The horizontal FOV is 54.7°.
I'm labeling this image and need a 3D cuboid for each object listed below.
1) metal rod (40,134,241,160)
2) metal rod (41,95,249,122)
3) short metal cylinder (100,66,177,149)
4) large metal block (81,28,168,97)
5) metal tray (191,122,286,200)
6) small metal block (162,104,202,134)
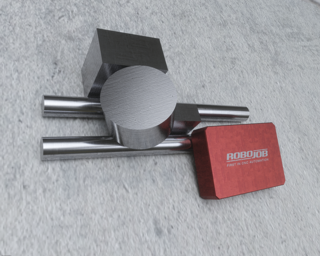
[{"bbox_3d":[0.008,0.021,0.399,0.303,0.025,0.025,0,62,-29],"label":"metal rod"},{"bbox_3d":[0.001,-0.024,0.422,0.303,0.025,0.025,1,62,-28],"label":"metal rod"},{"bbox_3d":[-0.023,-0.023,0.346,0.081,0.050,0.080,1,63,-1],"label":"short metal cylinder"},{"bbox_3d":[-0.048,-0.072,0.390,0.081,0.080,0.050,1,62,-28],"label":"large metal block"},{"bbox_3d":[0.109,0.041,0.419,0.131,0.030,0.090,-3,81,-31],"label":"metal tray"},{"bbox_3d":[0.017,-0.008,0.404,0.050,0.050,0.025,1,62,-28],"label":"small metal block"}]
